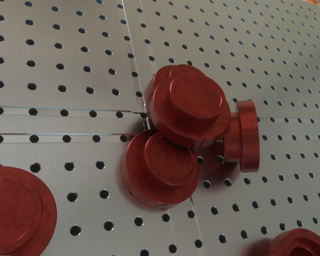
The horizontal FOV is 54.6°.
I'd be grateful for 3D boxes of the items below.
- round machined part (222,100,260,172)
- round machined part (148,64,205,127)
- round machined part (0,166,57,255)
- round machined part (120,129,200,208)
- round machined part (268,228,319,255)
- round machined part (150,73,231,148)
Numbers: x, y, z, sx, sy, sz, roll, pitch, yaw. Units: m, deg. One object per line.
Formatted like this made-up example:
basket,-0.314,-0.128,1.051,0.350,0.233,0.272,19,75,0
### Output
round machined part,0.107,0.012,0.423,0.042,0.098,0.098,-4,57,11
round machined part,0.036,-0.053,0.448,0.099,0.042,0.098,13,56,-21
round machined part,-0.142,0.079,0.273,0.099,0.042,0.098,13,56,-21
round machined part,0.006,0.043,0.374,0.099,0.042,0.098,13,56,-21
round machined part,0.172,0.178,0.380,0.099,0.042,0.098,13,56,-21
round machined part,0.040,-0.028,0.375,0.099,0.042,0.098,8,55,-11
